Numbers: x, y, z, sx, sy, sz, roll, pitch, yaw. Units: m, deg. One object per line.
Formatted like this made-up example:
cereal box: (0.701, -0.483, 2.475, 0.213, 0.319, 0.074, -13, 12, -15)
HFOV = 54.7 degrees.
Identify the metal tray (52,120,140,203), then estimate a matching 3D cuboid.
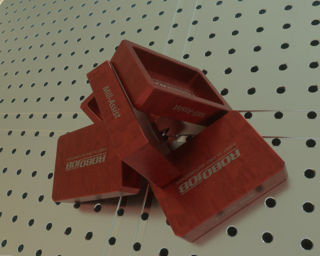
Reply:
metal tray: (-0.082, 0.043, 0.389, 0.130, 0.030, 0.090, -17, 65, 36)

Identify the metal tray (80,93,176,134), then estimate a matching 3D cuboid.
metal tray: (-0.048, -0.025, 0.443, 0.090, 0.030, 0.130, -45, 51, -4)

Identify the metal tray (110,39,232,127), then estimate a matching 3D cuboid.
metal tray: (0.016, -0.049, 0.362, 0.030, 0.131, 0.090, -53, 46, 28)

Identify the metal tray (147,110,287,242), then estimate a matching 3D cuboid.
metal tray: (0.058, 0.050, 0.342, 0.130, 0.030, 0.090, -35, 51, 4)

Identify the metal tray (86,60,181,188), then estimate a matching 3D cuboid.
metal tray: (-0.030, -0.006, 0.345, 0.030, 0.090, 0.130, -33, 52, 6)
